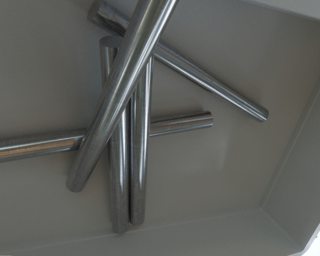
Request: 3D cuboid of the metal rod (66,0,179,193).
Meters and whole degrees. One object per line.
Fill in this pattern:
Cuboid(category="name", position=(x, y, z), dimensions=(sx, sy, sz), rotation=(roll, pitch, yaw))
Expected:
Cuboid(category="metal rod", position=(-0.048, -0.017, 0.292), dimensions=(0.025, 0.025, 0.298), rotation=(1, 143, -29))

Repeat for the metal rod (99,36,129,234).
Cuboid(category="metal rod", position=(-0.051, 0.036, 0.373), dimensions=(0.025, 0.025, 0.298), rotation=(-14, 134, -21))

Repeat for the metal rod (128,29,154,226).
Cuboid(category="metal rod", position=(-0.026, 0.027, 0.379), dimensions=(0.025, 0.025, 0.298), rotation=(-14, 134, -21))

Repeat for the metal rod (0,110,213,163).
Cuboid(category="metal rod", position=(-0.069, 0.009, 0.376), dimensions=(0.303, 0.025, 0.025), rotation=(-9, 122, -24))

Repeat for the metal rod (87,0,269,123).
Cuboid(category="metal rod", position=(0.047, -0.068, 0.391), dimensions=(0.302, 0.025, 0.025), rotation=(23, 106, -37))
